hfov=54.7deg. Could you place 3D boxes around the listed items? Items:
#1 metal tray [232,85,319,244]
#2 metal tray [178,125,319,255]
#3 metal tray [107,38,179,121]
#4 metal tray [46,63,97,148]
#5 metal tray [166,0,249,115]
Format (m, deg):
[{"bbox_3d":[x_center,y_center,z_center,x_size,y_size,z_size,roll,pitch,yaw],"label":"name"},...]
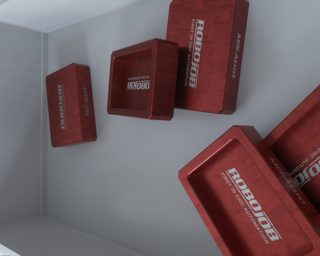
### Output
[{"bbox_3d":[0.142,0.033,0.286,0.129,0.030,0.090,-52,60,27],"label":"metal tray"},{"bbox_3d":[0.084,0.073,0.294,0.090,0.030,0.130,-45,63,30],"label":"metal tray"},{"bbox_3d":[-0.027,-0.059,0.398,0.130,0.030,0.089,9,96,58],"label":"metal tray"},{"bbox_3d":[-0.154,-0.036,0.531,0.090,0.030,0.129,-12,83,39],"label":"metal tray"},{"bbox_3d":[0.049,-0.085,0.364,0.090,0.030,0.129,10,97,39],"label":"metal tray"}]
